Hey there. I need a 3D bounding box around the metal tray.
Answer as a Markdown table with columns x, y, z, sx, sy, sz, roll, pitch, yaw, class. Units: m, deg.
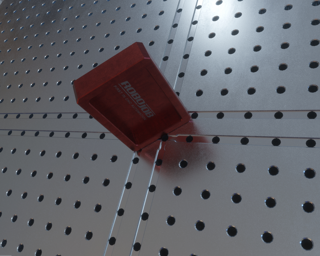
| x | y | z | sx | sy | sz | roll | pitch | yaw | class |
| --- | --- | --- | --- | --- | --- | --- | --- | --- | --- |
| -0.028 | -0.030 | 0.372 | 0.090 | 0.130 | 0.030 | -31 | 52 | 8 | metal tray |
